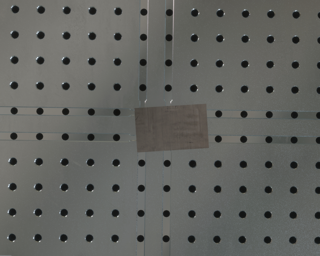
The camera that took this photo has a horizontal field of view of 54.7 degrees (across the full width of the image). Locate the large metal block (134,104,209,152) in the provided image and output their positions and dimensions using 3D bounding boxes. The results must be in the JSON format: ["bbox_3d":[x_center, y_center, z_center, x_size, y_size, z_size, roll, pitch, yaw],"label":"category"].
[{"bbox_3d":[0.013,0.000,0.386,0.081,0.080,0.050,-4,90,-1],"label":"large metal block"}]
